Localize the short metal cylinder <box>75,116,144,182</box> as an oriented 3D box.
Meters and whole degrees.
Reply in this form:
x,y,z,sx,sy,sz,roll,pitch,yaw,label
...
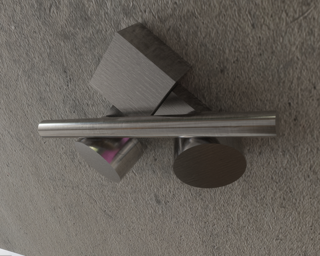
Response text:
x,y,z,sx,sy,sz,roll,pitch,yaw,label
-0.070,0.030,0.429,0.080,0.050,0.080,31,153,19,short metal cylinder

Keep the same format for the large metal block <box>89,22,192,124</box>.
x,y,z,sx,sy,sz,roll,pitch,yaw,label
-0.024,-0.062,0.364,0.080,0.050,0.080,41,129,0,large metal block

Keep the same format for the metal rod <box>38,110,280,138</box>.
x,y,z,sx,sy,sz,roll,pitch,yaw,label
-0.025,-0.001,0.354,0.300,0.025,0.025,-1,118,28,metal rod

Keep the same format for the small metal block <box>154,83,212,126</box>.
x,y,z,sx,sy,sz,roll,pitch,yaw,label
0.026,-0.018,0.383,0.050,0.025,0.050,40,129,1,small metal block

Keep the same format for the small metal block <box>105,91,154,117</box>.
x,y,z,sx,sy,sz,roll,pitch,yaw,label
-0.038,-0.020,0.416,0.050,0.025,0.050,40,128,1,small metal block

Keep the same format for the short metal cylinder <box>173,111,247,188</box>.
x,y,z,sx,sy,sz,roll,pitch,yaw,label
0.056,0.027,0.361,0.080,0.050,0.080,1,135,2,short metal cylinder
